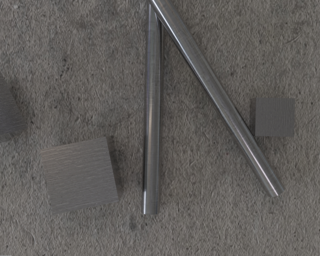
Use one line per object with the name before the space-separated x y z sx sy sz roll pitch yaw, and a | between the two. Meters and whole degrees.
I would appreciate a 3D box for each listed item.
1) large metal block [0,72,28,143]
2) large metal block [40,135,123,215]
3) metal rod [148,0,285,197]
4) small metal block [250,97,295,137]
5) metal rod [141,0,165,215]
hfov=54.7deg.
large metal block | -0.224 -0.018 0.373 0.050 0.080 0.080 -25 90 29
large metal block | -0.097 0.057 0.397 0.080 0.050 0.080 -11 90 0
metal rod | 0.074 -0.041 0.397 0.025 0.025 0.299 -33 95 0
small metal block | 0.148 -0.014 0.411 0.050 0.025 0.050 2 90 0
metal rod | -0.008 -0.038 0.409 0.025 0.025 0.298 2 90 0
